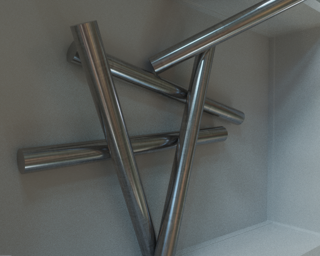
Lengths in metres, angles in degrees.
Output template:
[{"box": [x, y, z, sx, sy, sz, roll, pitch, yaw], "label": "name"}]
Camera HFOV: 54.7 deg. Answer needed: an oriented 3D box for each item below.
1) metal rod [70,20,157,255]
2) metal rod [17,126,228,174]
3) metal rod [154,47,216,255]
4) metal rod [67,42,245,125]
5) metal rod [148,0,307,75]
[{"box": [-0.039, 0.037, 0.343, 0.025, 0.025, 0.298, -31, 120, -36], "label": "metal rod"}, {"box": [-0.018, 0.021, 0.393, 0.302, 0.025, 0.025, -6, 94, -40], "label": "metal rod"}, {"box": [0.033, 0.028, 0.401, 0.025, 0.025, 0.299, 22, 76, -38], "label": "metal rod"}, {"box": [0.019, -0.049, 0.424, 0.302, 0.025, 0.025, 16, 80, -39], "label": "metal rod"}, {"box": [0.125, -0.147, 0.404, 0.301, 0.025, 0.025, -27, 111, 0], "label": "metal rod"}]
